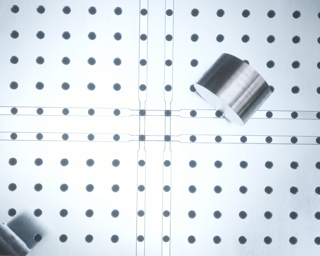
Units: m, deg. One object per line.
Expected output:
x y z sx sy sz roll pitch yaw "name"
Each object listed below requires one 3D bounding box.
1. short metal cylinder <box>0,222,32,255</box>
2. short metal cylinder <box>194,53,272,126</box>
-0.209 0.165 0.383 0.050 0.080 0.080 45 90 -1 "short metal cylinder"
0.090 -0.047 0.387 0.080 0.080 0.050 41 90 -1 "short metal cylinder"
